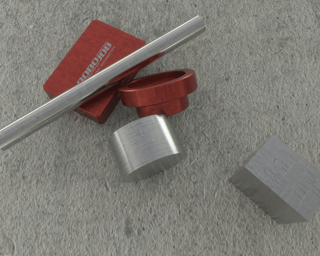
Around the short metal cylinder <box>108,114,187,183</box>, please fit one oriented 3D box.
[{"bbox_3d":[-0.015,0.026,0.369,0.080,0.080,0.050,-22,72,-8],"label":"short metal cylinder"}]

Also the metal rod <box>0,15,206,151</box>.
[{"bbox_3d":[-0.068,-0.064,0.398,0.301,0.025,0.025,-33,74,-12],"label":"metal rod"}]

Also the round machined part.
[{"bbox_3d":[0.000,-0.042,0.395,0.099,0.098,0.042,-15,108,-6],"label":"round machined part"}]

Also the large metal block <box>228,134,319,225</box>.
[{"bbox_3d":[0.134,0.063,0.358,0.080,0.080,0.050,42,75,13],"label":"large metal block"}]

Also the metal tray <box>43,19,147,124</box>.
[{"bbox_3d":[-0.086,-0.081,0.434,0.090,0.030,0.130,27,72,9],"label":"metal tray"}]
